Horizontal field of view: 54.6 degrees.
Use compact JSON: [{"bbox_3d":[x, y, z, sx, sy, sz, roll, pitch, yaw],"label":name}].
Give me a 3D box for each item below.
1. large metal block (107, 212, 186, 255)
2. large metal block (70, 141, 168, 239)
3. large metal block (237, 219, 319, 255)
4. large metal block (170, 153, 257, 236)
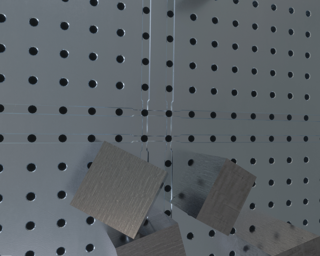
[{"bbox_3d":[-0.013,0.165,0.395,0.081,0.050,0.080,-16,96,-19],"label":"large metal block"},{"bbox_3d":[-0.044,0.071,0.367,0.080,0.050,0.080,26,80,8],"label":"large metal block"},{"bbox_3d":[0.171,0.179,0.446,0.081,0.080,0.050,-12,95,-20],"label":"large metal block"},{"bbox_3d":[0.067,0.082,0.408,0.050,0.080,0.080,32,80,-17],"label":"large metal block"}]
